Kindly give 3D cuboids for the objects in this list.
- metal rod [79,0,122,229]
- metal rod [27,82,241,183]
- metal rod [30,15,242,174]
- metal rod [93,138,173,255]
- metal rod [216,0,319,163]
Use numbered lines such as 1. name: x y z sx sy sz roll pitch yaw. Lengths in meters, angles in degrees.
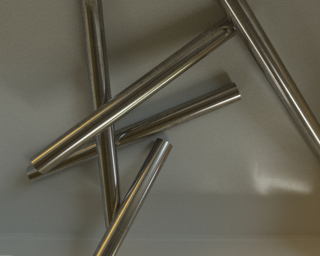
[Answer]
1. metal rod: -0.070 -0.013 0.384 0.025 0.025 0.298 -4 102 1
2. metal rod: -0.040 0.009 0.414 0.301 0.025 0.025 -22 109 7
3. metal rod: -0.019 -0.046 0.359 0.301 0.025 0.025 -36 107 -1
4. metal rod: -0.063 0.146 0.380 0.025 0.025 0.300 32 74 -11
5. metal rod: 0.158 -0.042 0.379 0.025 0.025 0.300 -36 113 12
